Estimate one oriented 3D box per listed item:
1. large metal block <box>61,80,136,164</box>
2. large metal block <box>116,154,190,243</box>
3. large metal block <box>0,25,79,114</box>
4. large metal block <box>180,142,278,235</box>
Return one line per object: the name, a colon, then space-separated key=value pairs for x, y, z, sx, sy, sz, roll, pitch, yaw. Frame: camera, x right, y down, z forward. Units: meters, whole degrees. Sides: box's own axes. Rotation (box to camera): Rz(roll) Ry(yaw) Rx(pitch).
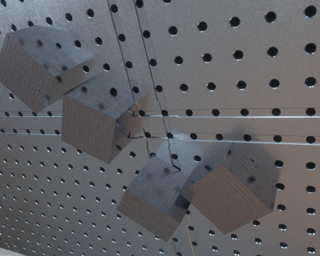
large metal block: x=-0.088 y=-0.008 z=0.434 sx=0.080 sy=0.050 sz=0.079 roll=25 pitch=127 yaw=12
large metal block: x=0.000 y=0.096 z=0.434 sx=0.080 sy=0.080 sz=0.050 roll=31 pitch=128 yaw=8
large metal block: x=-0.174 y=-0.081 z=0.434 sx=0.080 sy=0.050 sz=0.080 roll=42 pitch=129 yaw=-2
large metal block: x=0.088 y=0.078 z=0.397 sx=0.080 sy=0.050 sz=0.080 roll=44 pitch=129 yaw=-3
